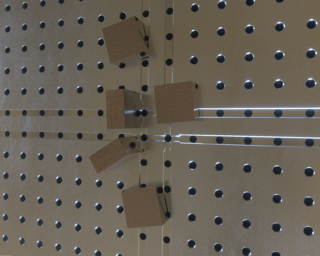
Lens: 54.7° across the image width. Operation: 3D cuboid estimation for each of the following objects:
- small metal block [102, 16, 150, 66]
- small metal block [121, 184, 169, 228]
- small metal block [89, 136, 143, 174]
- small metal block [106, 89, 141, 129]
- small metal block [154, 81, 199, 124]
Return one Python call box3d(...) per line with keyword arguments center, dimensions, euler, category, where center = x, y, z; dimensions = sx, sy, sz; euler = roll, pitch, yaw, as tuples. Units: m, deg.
box3d(center=(-0.047, -0.119, 0.428), dimensions=(0.050, 0.025, 0.050), euler=(-15, 85, 19), category="small metal block")
box3d(center=(-0.020, 0.105, 0.419), dimensions=(0.050, 0.025, 0.050), euler=(-11, 86, 19), category="small metal block")
box3d(center=(-0.058, 0.035, 0.419), dimensions=(0.050, 0.050, 0.025), euler=(-33, 80, 17), category="small metal block")
box3d(center=(-0.048, -0.024, 0.415), dimensions=(0.025, 0.050, 0.050), euler=(-3, 89, 20), category="small metal block")
box3d(center=(0.022, -0.032, 0.404), dimensions=(0.050, 0.025, 0.050), euler=(-5, 88, 19), category="small metal block")
